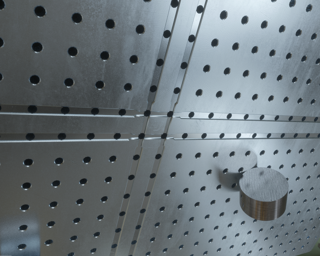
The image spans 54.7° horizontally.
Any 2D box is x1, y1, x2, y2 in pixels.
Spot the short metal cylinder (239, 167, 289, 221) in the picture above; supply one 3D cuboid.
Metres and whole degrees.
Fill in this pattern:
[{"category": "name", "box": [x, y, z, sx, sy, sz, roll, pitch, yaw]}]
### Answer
[{"category": "short metal cylinder", "box": [0.182, 0.115, 0.546, 0.081, 0.080, 0.050, -22, 127, -16]}]
